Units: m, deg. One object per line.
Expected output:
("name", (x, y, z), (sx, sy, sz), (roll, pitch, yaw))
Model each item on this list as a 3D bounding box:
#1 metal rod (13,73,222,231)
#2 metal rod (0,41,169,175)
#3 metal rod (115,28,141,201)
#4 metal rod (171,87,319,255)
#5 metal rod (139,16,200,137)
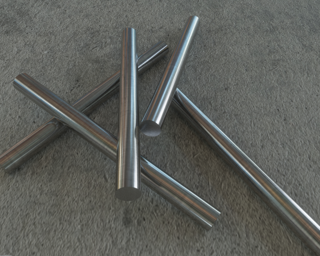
("metal rod", (-0.063, 0.018, 0.365), (0.300, 0.025, 0.025), (33, 57, 17))
("metal rod", (-0.090, -0.044, 0.439), (0.025, 0.025, 0.301), (32, 57, 24))
("metal rod", (-0.040, -0.044, 0.397), (0.025, 0.025, 0.300), (-3, 46, -2))
("metal rod", (0.095, 0.040, 0.370), (0.025, 0.025, 0.300), (-27, 55, -21))
("metal rod", (0.025, -0.096, 0.457), (0.025, 0.025, 0.301), (11, 43, 9))
